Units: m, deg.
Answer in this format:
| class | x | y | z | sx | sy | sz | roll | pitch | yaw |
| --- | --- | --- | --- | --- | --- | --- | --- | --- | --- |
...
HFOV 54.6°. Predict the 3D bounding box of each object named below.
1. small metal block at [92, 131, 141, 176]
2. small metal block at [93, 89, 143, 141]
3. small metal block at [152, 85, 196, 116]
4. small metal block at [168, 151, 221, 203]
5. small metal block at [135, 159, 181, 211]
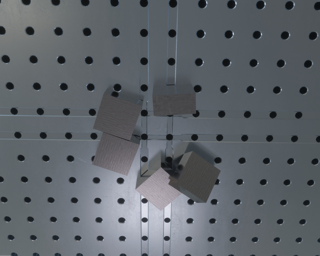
| class | x | y | z | sx | sy | sz | roll | pitch | yaw |
| --- | --- | --- | --- | --- | --- | --- | --- | --- | --- |
| small metal block | -0.059 | 0.031 | 0.424 | 0.050 | 0.025 | 0.050 | 20 | 109 | -7 |
| small metal block | -0.054 | -0.018 | 0.406 | 0.050 | 0.025 | 0.050 | 19 | 109 | -7 |
| small metal block | 0.017 | -0.036 | 0.387 | 0.050 | 0.050 | 0.025 | -3 | 110 | 1 |
| small metal block | 0.048 | 0.068 | 0.425 | 0.050 | 0.025 | 0.050 | 35 | 66 | -12 |
| small metal block | 0.001 | 0.082 | 0.443 | 0.050 | 0.025 | 0.050 | -43 | 105 | 14 |
